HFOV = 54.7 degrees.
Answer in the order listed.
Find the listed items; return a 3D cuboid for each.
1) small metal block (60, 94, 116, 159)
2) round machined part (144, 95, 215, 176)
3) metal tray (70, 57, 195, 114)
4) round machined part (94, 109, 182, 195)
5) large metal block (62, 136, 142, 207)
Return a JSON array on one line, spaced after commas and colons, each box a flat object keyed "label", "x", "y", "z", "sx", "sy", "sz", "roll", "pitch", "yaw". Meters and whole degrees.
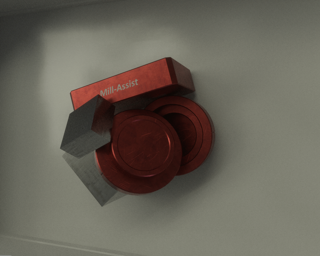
[{"label": "small metal block", "x": -0.078, "y": -0.001, "z": 0.337, "sx": 0.050, "sy": 0.025, "sz": 0.050, "roll": -28, "pitch": 42, "yaw": 30}, {"label": "round machined part", "x": 0.021, "y": 0.009, "z": 0.393, "sx": 0.098, "sy": 0.042, "sz": 0.097, "roll": 0, "pitch": 90, "yaw": 19}, {"label": "metal tray", "x": -0.031, "y": -0.045, "z": 0.384, "sx": 0.130, "sy": 0.090, "sz": 0.030, "roll": -16, "pitch": 86, "yaw": 19}, {"label": "round machined part", "x": -0.022, "y": 0.024, "z": 0.345, "sx": 0.099, "sy": 0.042, "sz": 0.098, "roll": 5, "pitch": 71, "yaw": -14}, {"label": "large metal block", "x": -0.063, "y": 0.046, "z": 0.401, "sx": 0.050, "sy": 0.080, "sz": 0.080, "roll": -46, "pitch": 76, "yaw": 14}]
